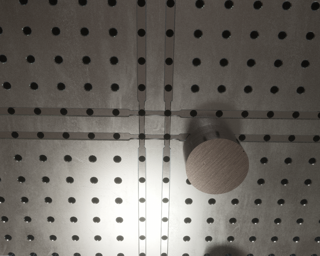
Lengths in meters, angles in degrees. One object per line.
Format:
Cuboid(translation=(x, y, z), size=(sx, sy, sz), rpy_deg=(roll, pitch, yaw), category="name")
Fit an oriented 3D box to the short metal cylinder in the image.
Cuboid(translation=(0.073, 0.041, 0.416), size=(0.081, 0.050, 0.079), rpy_deg=(0, 110, -1), category="short metal cylinder")
